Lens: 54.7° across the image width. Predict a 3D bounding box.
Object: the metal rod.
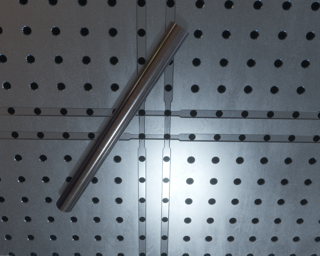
[{"bbox_3d":[-0.057,-0.003,0.411,0.025,0.025,0.299,32,107,-11],"label":"metal rod"}]
